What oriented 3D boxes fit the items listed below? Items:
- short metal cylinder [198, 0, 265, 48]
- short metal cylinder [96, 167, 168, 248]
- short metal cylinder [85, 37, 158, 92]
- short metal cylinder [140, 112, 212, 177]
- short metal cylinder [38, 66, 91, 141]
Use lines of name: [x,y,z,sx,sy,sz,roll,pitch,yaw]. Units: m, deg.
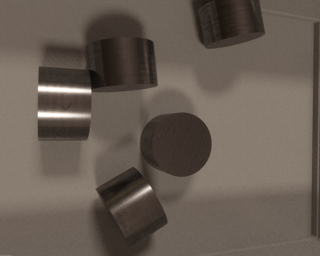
short metal cylinder: [0.096,-0.142,0.418,0.081,0.080,0.050,-13,95,-20]
short metal cylinder: [-0.034,0.094,0.370,0.050,0.080,0.080,-30,100,-18]
short metal cylinder: [-0.045,-0.072,0.365,0.081,0.080,0.050,-6,92,-20]
short metal cylinder: [0.020,0.020,0.406,0.081,0.050,0.079,0,90,-21]
short metal cylinder: [-0.107,-0.026,0.342,0.050,0.080,0.079,1,90,-20]
